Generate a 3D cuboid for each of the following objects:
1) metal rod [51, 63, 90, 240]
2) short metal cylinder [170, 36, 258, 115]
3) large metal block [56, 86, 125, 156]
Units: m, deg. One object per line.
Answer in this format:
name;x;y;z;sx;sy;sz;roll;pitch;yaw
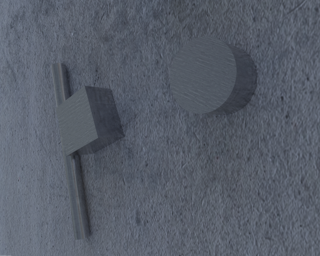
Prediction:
metal rod;-0.153;0.034;0.528;0.025;0.025;0.298;-17;79;38
short metal cylinder;0.058;-0.055;0.339;0.080;0.050;0.079;0;90;39
large metal block;-0.109;-0.009;0.476;0.080;0.050;0.080;-27;73;36
